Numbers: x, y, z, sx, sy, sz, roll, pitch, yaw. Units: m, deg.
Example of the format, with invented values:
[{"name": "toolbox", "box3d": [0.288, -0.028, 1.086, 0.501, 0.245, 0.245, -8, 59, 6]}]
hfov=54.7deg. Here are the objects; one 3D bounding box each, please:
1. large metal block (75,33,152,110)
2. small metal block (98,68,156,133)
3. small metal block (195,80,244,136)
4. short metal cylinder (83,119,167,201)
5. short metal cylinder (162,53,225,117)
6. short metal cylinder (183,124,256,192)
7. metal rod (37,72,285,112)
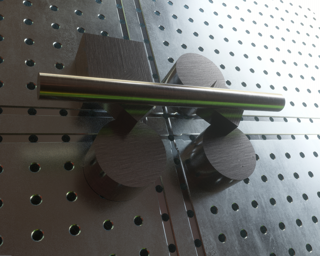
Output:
[{"name": "large metal block", "box3d": [-0.061, -0.070, 0.401, 0.081, 0.050, 0.080, 1, 61, -28]}, {"name": "small metal block", "box3d": [-0.033, -0.032, 0.346, 0.050, 0.025, 0.050, 42, 51, 1]}, {"name": "small metal block", "box3d": [0.081, -0.027, 0.404, 0.050, 0.025, 0.050, 35, 51, -5]}, {"name": "short metal cylinder", "box3d": [-0.040, 0.036, 0.347, 0.081, 0.050, 0.080, 14, 56, -21]}, {"name": "short metal cylinder", "box3d": [0.048, -0.063, 0.456, 0.081, 0.050, 0.080, 14, 56, -21]}, {"name": "short metal cylinder", "box3d": [0.078, 0.039, 0.410, 0.081, 0.050, 0.080, 14, 56, -21]}, {"name": "metal rod", "box3d": [0.025, -0.036, 0.347, 0.303, 0.025, 0.025, 1, 62, -28]}]
